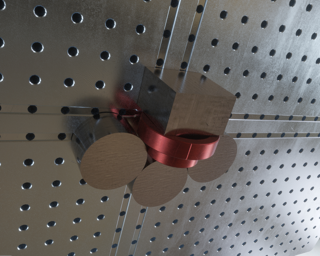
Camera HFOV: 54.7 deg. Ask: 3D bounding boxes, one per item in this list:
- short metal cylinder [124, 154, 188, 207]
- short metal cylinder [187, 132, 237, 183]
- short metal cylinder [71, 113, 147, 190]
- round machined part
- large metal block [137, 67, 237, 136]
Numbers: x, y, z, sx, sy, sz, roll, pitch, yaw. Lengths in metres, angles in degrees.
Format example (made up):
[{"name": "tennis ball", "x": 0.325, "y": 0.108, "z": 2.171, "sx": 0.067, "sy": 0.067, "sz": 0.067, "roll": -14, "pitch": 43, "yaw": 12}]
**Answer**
[{"name": "short metal cylinder", "x": -0.009, "y": 0.061, "z": 0.428, "sx": 0.081, "sy": 0.050, "sz": 0.079, "roll": -14, "pitch": 124, "yaw": -21}, {"name": "short metal cylinder", "x": 0.064, "y": 0.032, "z": 0.450, "sx": 0.081, "sy": 0.050, "sz": 0.079, "roll": -14, "pitch": 124, "yaw": -21}, {"name": "short metal cylinder", "x": -0.062, "y": 0.028, "z": 0.379, "sx": 0.081, "sy": 0.050, "sz": 0.079, "roll": -14, "pitch": 124, "yaw": -21}, {"name": "round machined part", "x": 0.020, "y": 0.014, "z": 0.381, "sx": 0.099, "sy": 0.098, "sz": 0.042, "roll": 2, "pitch": 117, "yaw": -29}, {"name": "large metal block", "x": 0.029, "y": -0.033, "z": 0.371, "sx": 0.081, "sy": 0.080, "sz": 0.050, "roll": 1, "pitch": 118, "yaw": -29}]
